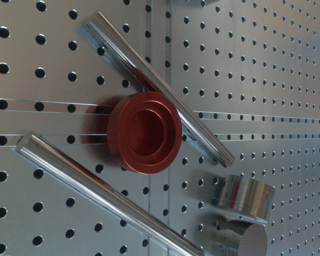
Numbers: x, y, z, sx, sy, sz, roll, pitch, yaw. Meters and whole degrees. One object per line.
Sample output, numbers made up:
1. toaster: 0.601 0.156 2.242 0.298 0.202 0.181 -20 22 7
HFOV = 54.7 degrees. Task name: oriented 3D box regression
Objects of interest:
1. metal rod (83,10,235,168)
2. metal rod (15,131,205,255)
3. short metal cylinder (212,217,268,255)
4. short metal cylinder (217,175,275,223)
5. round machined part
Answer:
1. metal rod: 0.017 -0.035 0.422 0.300 0.025 0.025 43 64 -31
2. metal rod: -0.038 0.101 0.377 0.300 0.025 0.025 44 64 -31
3. short metal cylinder: 0.130 0.189 0.502 0.081 0.050 0.080 0 90 -40
4. short metal cylinder: 0.134 0.111 0.486 0.080 0.080 0.050 31 71 -36
5. round machined part: -0.022 0.006 0.379 0.099 0.042 0.097 0 90 -40
